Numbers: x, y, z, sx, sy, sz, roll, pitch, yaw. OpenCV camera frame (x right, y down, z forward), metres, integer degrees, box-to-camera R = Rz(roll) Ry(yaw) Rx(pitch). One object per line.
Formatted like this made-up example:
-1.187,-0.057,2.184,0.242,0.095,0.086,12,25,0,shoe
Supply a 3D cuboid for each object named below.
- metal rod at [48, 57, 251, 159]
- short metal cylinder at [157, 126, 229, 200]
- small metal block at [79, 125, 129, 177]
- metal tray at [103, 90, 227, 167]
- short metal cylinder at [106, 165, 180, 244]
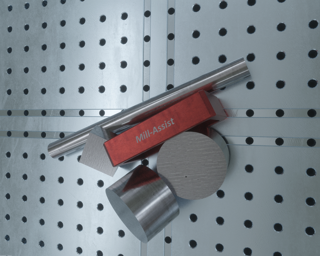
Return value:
-0.027,-0.020,0.418,0.300,0.025,0.025,-22,83,18,metal rod
0.042,0.040,0.375,0.080,0.050,0.079,2,99,15,short metal cylinder
-0.075,0.031,0.422,0.050,0.025,0.050,24,115,-1,small metal block
0.009,0.002,0.371,0.130,0.090,0.030,-28,81,18,metal tray
-0.022,0.092,0.380,0.050,0.080,0.080,-35,75,-26,short metal cylinder
